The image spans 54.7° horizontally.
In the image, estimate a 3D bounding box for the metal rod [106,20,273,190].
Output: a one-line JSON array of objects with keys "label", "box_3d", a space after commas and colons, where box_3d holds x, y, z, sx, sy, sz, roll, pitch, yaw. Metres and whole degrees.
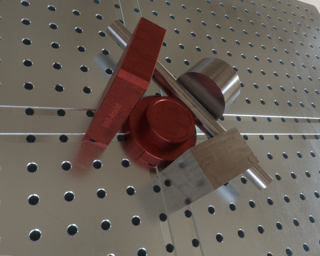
[{"label": "metal rod", "box_3d": [0.038, -0.033, 0.423, 0.300, 0.025, 0.025, 46, 51, 4]}]

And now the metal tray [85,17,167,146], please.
[{"label": "metal tray", "box_3d": [-0.041, -0.047, 0.349, 0.030, 0.129, 0.090, 25, 53, -14]}]

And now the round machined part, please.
[{"label": "round machined part", "box_3d": [0.006, -0.002, 0.403, 0.099, 0.042, 0.098, 14, 56, -21]}]

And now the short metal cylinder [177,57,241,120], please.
[{"label": "short metal cylinder", "box_3d": [0.067, -0.054, 0.442, 0.080, 0.080, 0.050, 45, 51, 2]}]

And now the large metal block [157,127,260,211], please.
[{"label": "large metal block", "box_3d": [0.057, 0.049, 0.375, 0.081, 0.080, 0.050, -21, 73, -36]}]
